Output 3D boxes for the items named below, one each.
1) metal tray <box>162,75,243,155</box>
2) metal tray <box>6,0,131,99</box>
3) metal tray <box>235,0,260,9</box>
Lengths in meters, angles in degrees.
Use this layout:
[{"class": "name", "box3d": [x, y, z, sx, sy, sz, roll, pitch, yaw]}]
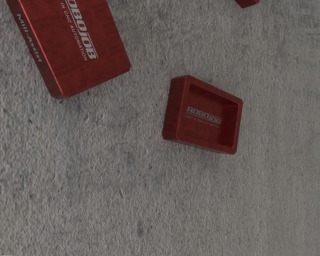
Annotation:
[{"class": "metal tray", "box3d": [0.067, -0.015, 0.457, 0.131, 0.030, 0.090, 16, 80, -39]}, {"class": "metal tray", "box3d": [-0.093, -0.106, 0.323, 0.091, 0.030, 0.129, -33, 110, -35]}, {"class": "metal tray", "box3d": [0.123, -0.271, 0.502, 0.131, 0.030, 0.090, 27, 73, -37]}]
